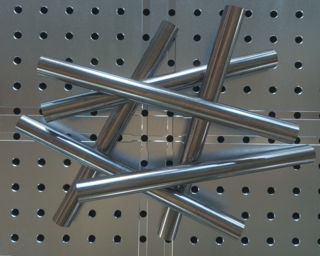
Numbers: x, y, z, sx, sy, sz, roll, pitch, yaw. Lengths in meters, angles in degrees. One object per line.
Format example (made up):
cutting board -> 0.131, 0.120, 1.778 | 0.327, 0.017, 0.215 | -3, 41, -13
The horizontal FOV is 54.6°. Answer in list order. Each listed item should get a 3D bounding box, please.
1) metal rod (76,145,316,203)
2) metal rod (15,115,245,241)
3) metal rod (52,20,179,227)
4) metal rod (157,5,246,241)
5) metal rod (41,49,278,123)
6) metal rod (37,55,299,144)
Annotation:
metal rod -> 0.055, 0.052, 0.376 | 0.302, 0.025, 0.025 | -7, 90, -15
metal rod -> -0.040, 0.059, 0.383 | 0.301, 0.025, 0.025 | 25, 90, 4
metal rod -> -0.059, -0.006, 0.412 | 0.025, 0.025, 0.299 | 29, 90, 0
metal rod -> 0.048, 0.002, 0.388 | 0.025, 0.025, 0.298 | 16, 100, 0
metal rod -> 0.006, -0.056, 0.393 | 0.302, 0.025, 0.025 | -15, 90, -8
metal rod -> 0.008, -0.033, 0.359 | 0.301, 0.025, 0.025 | 15, 90, 1
